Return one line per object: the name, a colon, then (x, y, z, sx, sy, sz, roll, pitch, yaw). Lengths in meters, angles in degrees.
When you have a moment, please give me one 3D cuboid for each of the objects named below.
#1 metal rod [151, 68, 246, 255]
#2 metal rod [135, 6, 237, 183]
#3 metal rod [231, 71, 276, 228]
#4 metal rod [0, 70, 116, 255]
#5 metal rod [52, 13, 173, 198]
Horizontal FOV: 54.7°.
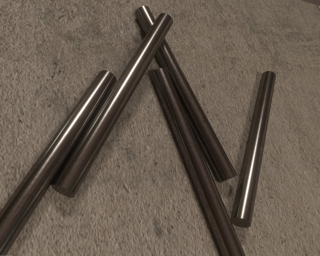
metal rod: (0.049, 0.050, 0.400, 0.025, 0.025, 0.299, -7, 65, -32)
metal rod: (0.031, -0.061, 0.459, 0.025, 0.025, 0.299, -13, 68, -34)
metal rod: (0.151, 0.012, 0.480, 0.025, 0.025, 0.301, 32, 51, -8)
metal rod: (-0.116, 0.043, 0.315, 0.025, 0.025, 0.300, 31, 52, -9)
metal rod: (-0.045, -0.051, 0.394, 0.025, 0.025, 0.300, 31, 57, -9)
